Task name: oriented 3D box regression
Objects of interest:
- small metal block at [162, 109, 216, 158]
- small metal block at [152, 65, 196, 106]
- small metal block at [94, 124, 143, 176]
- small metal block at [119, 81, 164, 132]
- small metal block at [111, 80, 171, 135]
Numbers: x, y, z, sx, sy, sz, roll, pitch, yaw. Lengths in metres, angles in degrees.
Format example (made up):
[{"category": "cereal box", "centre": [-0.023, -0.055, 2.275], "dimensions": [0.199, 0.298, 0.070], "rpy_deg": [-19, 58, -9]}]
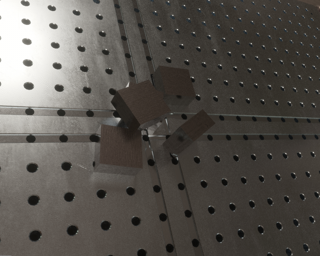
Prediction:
[{"category": "small metal block", "centre": [0.038, 0.008, 0.410], "dimensions": [0.025, 0.050, 0.050], "rpy_deg": [50, 51, 6]}, {"category": "small metal block", "centre": [0.020, -0.062, 0.459], "dimensions": [0.050, 0.025, 0.050], "rpy_deg": [2, 61, -28]}, {"category": "small metal block", "centre": [-0.049, 0.027, 0.367], "dimensions": [0.050, 0.025, 0.050], "rpy_deg": [10, 57, -23]}, {"category": "small metal block", "centre": [-0.024, -0.028, 0.414], "dimensions": [0.050, 0.025, 0.050], "rpy_deg": [16, 55, -20]}, {"category": "small metal block", "centre": [-0.023, -0.026, 0.381], "dimensions": [0.050, 0.025, 0.050], "rpy_deg": [-26, 76, -37]}]
